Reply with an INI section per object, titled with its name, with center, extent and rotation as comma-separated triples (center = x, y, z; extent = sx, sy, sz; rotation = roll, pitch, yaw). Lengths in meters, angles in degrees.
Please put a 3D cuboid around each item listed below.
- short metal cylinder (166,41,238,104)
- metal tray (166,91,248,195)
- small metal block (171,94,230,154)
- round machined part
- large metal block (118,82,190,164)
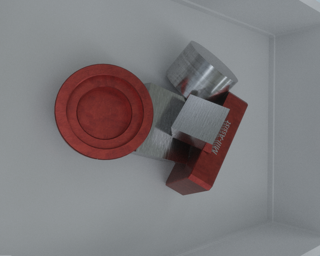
[short metal cylinder]
center = 0.055, -0.069, 0.409
extent = 0.080, 0.080, 0.050
rotation = 21, 121, -38
[metal tray]
center = 0.061, 0.023, 0.414
extent = 0.030, 0.090, 0.130
rotation = 32, 67, -7
[small metal block]
center = 0.048, -0.005, 0.363
extent = 0.050, 0.050, 0.025
rotation = -60, 162, -23
[round machined part]
center = -0.060, -0.015, 0.330
extent = 0.099, 0.042, 0.097
rotation = 2, 85, -17
[large metal block]
center = -0.005, -0.003, 0.387
extent = 0.080, 0.050, 0.080
rotation = 19, 78, -39
